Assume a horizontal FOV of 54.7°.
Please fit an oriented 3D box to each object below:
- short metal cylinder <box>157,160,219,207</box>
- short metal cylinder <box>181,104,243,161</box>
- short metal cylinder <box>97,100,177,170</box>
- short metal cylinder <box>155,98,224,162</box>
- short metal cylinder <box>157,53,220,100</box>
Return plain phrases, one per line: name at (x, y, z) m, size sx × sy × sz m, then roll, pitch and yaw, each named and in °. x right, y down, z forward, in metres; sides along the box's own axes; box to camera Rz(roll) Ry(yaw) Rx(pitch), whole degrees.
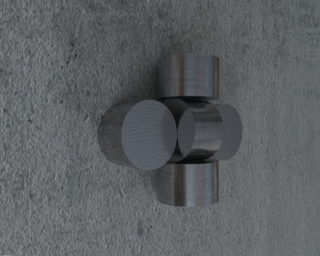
short metal cylinder at (0.036, 0.067, 0.401) m, size 0.081 × 0.080 × 0.050 m, roll 0°, pitch 90°, yaw -40°
short metal cylinder at (0.075, 0.005, 0.452) m, size 0.081 × 0.050 × 0.080 m, roll -1°, pitch 91°, yaw -40°
short metal cylinder at (-0.026, 0.008, 0.368) m, size 0.081 × 0.050 × 0.080 m, roll 0°, pitch 90°, yaw -41°
short metal cylinder at (0.034, 0.003, 0.399) m, size 0.050 × 0.080 × 0.080 m, roll 1°, pitch 90°, yaw -40°
short metal cylinder at (0.037, -0.063, 0.402) m, size 0.081 × 0.080 × 0.050 m, roll 0°, pitch 90°, yaw -40°
